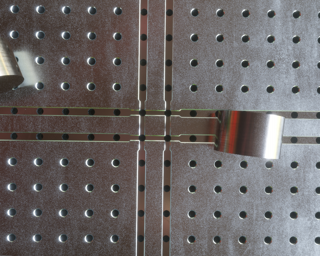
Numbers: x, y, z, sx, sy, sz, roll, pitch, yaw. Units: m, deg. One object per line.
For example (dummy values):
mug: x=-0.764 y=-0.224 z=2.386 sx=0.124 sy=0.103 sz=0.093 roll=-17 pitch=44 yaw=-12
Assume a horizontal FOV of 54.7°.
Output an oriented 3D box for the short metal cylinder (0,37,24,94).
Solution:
short metal cylinder: x=-0.219 y=-0.073 z=0.383 sx=0.080 sy=0.080 sz=0.050 roll=-22 pitch=90 yaw=0

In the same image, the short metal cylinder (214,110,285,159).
short metal cylinder: x=0.111 y=0.008 z=0.387 sx=0.081 sy=0.080 sz=0.050 roll=7 pitch=90 yaw=-1
